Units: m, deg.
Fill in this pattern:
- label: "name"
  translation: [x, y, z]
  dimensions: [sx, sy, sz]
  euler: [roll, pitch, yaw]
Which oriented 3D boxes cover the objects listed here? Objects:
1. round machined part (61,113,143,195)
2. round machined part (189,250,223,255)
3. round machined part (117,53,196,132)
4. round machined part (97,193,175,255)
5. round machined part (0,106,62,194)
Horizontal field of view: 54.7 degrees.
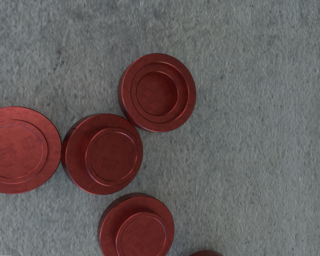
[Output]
- label: "round machined part"
  translation: [-0.062, 0.031, 0.367]
  dimensions: [0.099, 0.042, 0.097]
  euler: [-2, 94, -33]
- label: "round machined part"
  translation: [0.058, 0.215, 0.423]
  dimensions: [0.099, 0.042, 0.097]
  euler: [0, 90, -21]
- label: "round machined part"
  translation: [-0.007, -0.043, 0.397]
  dimensions: [0.099, 0.042, 0.097]
  euler: [1, 88, -22]
- label: "round machined part"
  translation: [-0.026, 0.135, 0.391]
  dimensions: [0.099, 0.042, 0.097]
  euler: [0, 90, -21]
- label: "round machined part"
  translation: [-0.159, 0.024, 0.341]
  dimensions: [0.099, 0.042, 0.097]
  euler: [0, 90, -20]
